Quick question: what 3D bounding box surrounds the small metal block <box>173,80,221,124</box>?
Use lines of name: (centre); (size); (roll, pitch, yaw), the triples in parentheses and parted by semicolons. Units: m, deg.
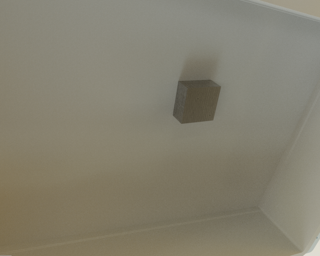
small metal block: (0.048, -0.036, 0.412); (0.050, 0.025, 0.050); (-6, 121, -25)
